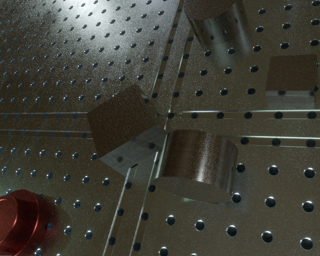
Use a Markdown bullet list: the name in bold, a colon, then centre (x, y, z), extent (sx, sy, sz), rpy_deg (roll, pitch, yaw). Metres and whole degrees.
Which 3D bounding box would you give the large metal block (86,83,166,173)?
- **large metal block**: centre (-0.043, 0.000, 0.413), extent (0.080, 0.050, 0.080), rpy_deg (-31, 52, 8)

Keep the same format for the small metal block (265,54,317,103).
- **small metal block**: centre (0.154, -0.057, 0.362), extent (0.050, 0.025, 0.050), rpy_deg (3, 63, 29)

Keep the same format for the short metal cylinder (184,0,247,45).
- **short metal cylinder**: centre (0.081, -0.169, 0.453), extent (0.080, 0.050, 0.080), rpy_deg (-13, 56, 20)

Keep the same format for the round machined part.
- **round machined part**: centre (-0.206, 0.131, 0.423), extent (0.098, 0.042, 0.098), rpy_deg (-13, 56, 20)

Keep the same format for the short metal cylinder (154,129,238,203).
- **short metal cylinder**: centre (0.038, 0.042, 0.326), extent (0.080, 0.080, 0.050), rpy_deg (1, 63, 28)
